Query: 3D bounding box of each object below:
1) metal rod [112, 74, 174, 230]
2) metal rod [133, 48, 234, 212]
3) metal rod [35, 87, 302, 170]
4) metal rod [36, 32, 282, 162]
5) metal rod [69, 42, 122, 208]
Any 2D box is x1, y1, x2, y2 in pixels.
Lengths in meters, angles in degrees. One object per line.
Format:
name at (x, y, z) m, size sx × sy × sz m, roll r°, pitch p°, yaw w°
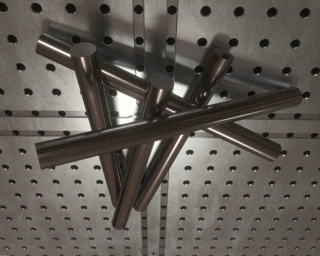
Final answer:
metal rod at (-0.033, 0.056, 0.412) m, size 0.025 × 0.025 × 0.298 m, roll 10°, pitch 134°, yaw -9°
metal rod at (0.018, 0.025, 0.432) m, size 0.025 × 0.025 × 0.298 m, roll 16°, pitch 128°, yaw -14°
metal rod at (0.028, -0.007, 0.331) m, size 0.302 × 0.025 × 0.025 m, roll -13°, pitch 133°, yaw -20°
metal rod at (0.008, -0.030, 0.359) m, size 0.302 × 0.025 × 0.025 m, roll 24°, pitch 126°, yaw -10°
metal rod at (-0.070, 0.025, 0.405) m, size 0.025 × 0.025 × 0.298 m, roll -1°, pitch 138°, yaw 0°
